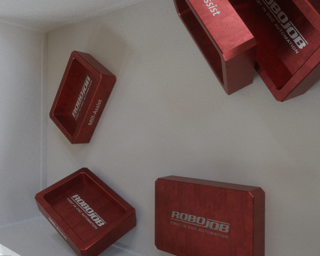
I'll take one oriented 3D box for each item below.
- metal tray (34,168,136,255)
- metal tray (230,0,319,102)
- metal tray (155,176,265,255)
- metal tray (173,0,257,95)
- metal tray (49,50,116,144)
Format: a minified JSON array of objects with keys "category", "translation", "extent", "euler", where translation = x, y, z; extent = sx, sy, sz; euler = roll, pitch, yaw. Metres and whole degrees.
[{"category":"metal tray","translation":[-0.109,0.119,0.452],"extent":[0.130,0.091,0.030],"euler":[30,136,36]},{"category":"metal tray","translation":[0.107,-0.101,0.284],"extent":[0.130,0.030,0.090],"euler":[63,161,20]},{"category":"metal tray","translation":[0.053,0.108,0.360],"extent":[0.130,0.030,0.089],"euler":[1,90,40]},{"category":"metal tray","translation":[0.051,-0.107,0.320],"extent":[0.030,0.090,0.130],"euler":[-28,70,5]},{"category":"metal tray","translation":[-0.131,-0.049,0.512],"extent":[0.090,0.030,0.129],"euler":[42,115,32]}]
